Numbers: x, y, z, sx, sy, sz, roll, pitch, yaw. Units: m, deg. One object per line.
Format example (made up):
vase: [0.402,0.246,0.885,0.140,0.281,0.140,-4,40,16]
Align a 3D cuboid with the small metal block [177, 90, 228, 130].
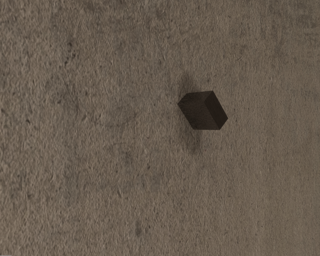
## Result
small metal block: [0.061,-0.024,0.442,0.025,0.050,0.050,-50,120,-29]
